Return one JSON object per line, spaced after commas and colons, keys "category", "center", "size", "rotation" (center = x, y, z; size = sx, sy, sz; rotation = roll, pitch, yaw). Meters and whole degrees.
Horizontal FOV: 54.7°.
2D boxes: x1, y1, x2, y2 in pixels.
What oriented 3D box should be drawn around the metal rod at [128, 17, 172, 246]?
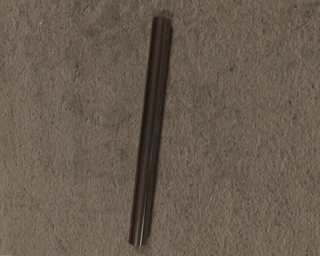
{"category": "metal rod", "center": [-0.014, 0.006, 0.412], "size": [0.025, 0.025, 0.298], "rotation": [7, 92, 19]}
